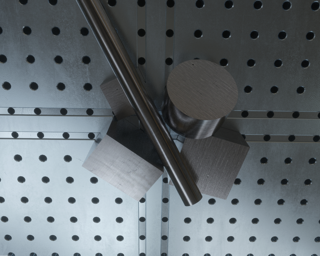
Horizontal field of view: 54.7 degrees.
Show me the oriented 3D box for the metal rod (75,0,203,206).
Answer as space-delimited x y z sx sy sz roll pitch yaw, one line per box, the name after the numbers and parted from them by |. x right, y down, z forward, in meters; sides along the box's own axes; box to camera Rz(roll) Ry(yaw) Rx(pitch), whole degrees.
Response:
-0.028 -0.042 0.365 0.025 0.025 0.299 -27 97 9 | metal rod

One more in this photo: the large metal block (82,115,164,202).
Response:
-0.043 0.034 0.396 0.080 0.080 0.050 35 106 -13 | large metal block

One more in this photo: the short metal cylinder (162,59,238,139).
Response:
0.045 -0.033 0.365 0.081 0.080 0.050 8 153 -4 | short metal cylinder

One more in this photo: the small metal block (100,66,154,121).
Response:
-0.041 -0.044 0.397 0.050 0.025 0.050 -23 109 8 | small metal block

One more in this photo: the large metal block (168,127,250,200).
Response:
0.061 0.040 0.415 0.080 0.050 0.079 16 109 -7 | large metal block
